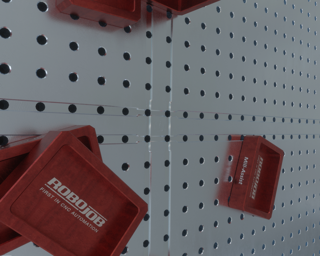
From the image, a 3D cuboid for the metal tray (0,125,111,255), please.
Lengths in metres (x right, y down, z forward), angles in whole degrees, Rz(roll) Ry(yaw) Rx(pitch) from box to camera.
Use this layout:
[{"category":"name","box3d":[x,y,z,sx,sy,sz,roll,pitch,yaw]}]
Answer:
[{"category":"metal tray","box3d":[-0.119,0.055,0.305,0.131,0.030,0.090,-19,102,-38]}]

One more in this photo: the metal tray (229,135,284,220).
[{"category":"metal tray","box3d":[0.173,0.088,0.549,0.090,0.030,0.130,27,73,-37]}]

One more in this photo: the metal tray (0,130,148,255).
[{"category":"metal tray","box3d":[-0.080,0.076,0.298,0.130,0.030,0.090,50,61,-29]}]

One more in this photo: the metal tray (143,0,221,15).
[{"category":"metal tray","box3d":[0.037,-0.179,0.370,0.091,0.130,0.030,6,86,-40]}]

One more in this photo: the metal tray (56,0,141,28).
[{"category":"metal tray","box3d":[-0.066,-0.189,0.349,0.091,0.030,0.129,1,90,-40]}]
